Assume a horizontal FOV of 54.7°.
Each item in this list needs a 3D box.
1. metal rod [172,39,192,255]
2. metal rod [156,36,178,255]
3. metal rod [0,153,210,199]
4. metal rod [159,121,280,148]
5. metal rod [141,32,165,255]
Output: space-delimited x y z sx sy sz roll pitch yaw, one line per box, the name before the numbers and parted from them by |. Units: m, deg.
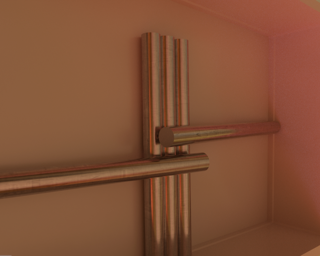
metal rod | 0.030 0.028 0.432 0.025 0.025 0.298 -2 91 -40
metal rod | 0.010 0.029 0.415 0.025 0.025 0.298 -2 91 -40
metal rod | -0.067 0.049 0.329 0.303 0.025 0.025 -2 91 -34
metal rod | 0.112 0.005 0.479 0.302 0.025 0.025 -3 92 -46
metal rod | -0.009 0.030 0.399 0.025 0.025 0.298 -2 91 -40
